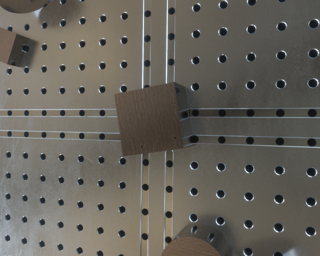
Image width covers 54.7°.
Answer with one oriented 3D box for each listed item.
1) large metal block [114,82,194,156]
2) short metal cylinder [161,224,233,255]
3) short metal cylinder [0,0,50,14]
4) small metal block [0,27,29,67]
[{"bbox_3d":[-0.006,-0.010,0.401,0.080,0.050,0.080,-9,87,19],"label":"large metal block"},{"bbox_3d":[0.046,0.166,0.383,0.080,0.050,0.080,0,90,20],"label":"short metal cylinder"},{"bbox_3d":[-0.206,-0.216,0.456,0.080,0.080,0.050,-30,80,17],"label":"short metal cylinder"},{"bbox_3d":[-0.248,-0.132,0.500,0.050,0.025,0.050,24,98,18],"label":"small metal block"}]
